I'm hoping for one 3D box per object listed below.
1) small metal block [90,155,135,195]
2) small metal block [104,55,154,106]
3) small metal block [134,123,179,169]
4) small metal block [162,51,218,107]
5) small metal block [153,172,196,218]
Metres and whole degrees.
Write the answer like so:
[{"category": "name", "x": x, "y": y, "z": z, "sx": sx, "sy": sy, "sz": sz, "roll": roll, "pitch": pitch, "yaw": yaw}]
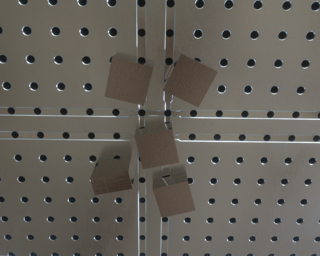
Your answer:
[{"category": "small metal block", "x": -0.063, "y": 0.063, "z": 0.423, "sx": 0.050, "sy": 0.050, "sz": 0.025, "roll": -10, "pitch": 110, "yaw": 3}, {"category": "small metal block", "x": -0.039, "y": -0.060, "z": 0.391, "sx": 0.050, "sy": 0.025, "sz": 0.050, "roll": 13, "pitch": 110, "yaw": -5}, {"category": "small metal block", "x": -0.004, "y": 0.024, "z": 0.422, "sx": 0.050, "sy": 0.025, "sz": 0.050, "roll": -11, "pitch": 110, "yaw": 3}, {"category": "small metal block", "x": 0.037, "y": -0.062, "z": 0.391, "sx": 0.050, "sy": 0.025, "sz": 0.050, "roll": 24, "pitch": 108, "yaw": -9}, {"category": "small metal block", "x": 0.020, "y": 0.098, "z": 0.450, "sx": 0.050, "sy": 0.025, "sz": 0.050, "roll": -14, "pitch": 110, "yaw": 4}]
